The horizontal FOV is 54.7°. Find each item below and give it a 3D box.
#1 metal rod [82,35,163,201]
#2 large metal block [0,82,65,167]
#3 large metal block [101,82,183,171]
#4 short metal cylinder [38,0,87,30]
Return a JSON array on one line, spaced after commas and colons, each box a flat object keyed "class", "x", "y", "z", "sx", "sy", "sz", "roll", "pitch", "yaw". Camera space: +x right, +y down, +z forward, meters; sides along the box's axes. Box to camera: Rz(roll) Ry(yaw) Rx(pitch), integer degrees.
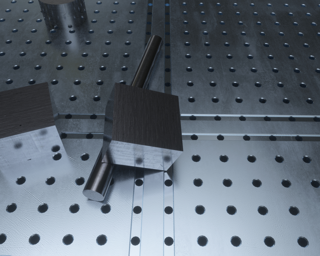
[{"class": "metal rod", "x": -0.040, "y": -0.037, "z": 0.437, "sx": 0.025, "sy": 0.025, "sz": 0.300, "roll": 10, "pitch": 51, "yaw": 8}, {"class": "large metal block", "x": -0.173, "y": -0.006, "z": 0.394, "sx": 0.081, "sy": 0.050, "sz": 0.080, "roll": -15, "pitch": 52, "yaw": -13}, {"class": "large metal block", "x": -0.022, "y": 0.000, "z": 0.371, "sx": 0.081, "sy": 0.050, "sz": 0.080, "roll": 10, "pitch": 54, "yaw": -18}, {"class": "short metal cylinder", "x": -0.182, "y": -0.229, "z": 0.581, "sx": 0.081, "sy": 0.050, "sz": 0.080, "roll": 0, "pitch": 50, "yaw": 0}]
